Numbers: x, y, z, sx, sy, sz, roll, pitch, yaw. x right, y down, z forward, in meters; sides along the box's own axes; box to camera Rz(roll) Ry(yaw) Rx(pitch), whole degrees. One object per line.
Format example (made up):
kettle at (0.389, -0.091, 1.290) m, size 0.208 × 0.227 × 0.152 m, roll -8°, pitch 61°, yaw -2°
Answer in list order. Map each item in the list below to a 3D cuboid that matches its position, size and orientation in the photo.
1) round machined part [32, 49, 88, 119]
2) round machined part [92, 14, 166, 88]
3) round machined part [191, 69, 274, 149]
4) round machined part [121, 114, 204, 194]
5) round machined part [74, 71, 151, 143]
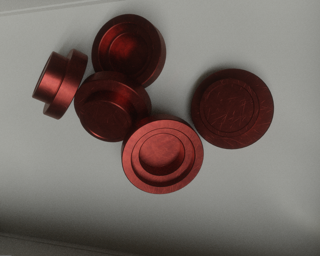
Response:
round machined part at (-0.139, -0.064, 0.419) m, size 0.042 × 0.098 × 0.098 m, roll 24°, pitch 101°, yaw -25°
round machined part at (-0.038, -0.097, 0.414) m, size 0.098 × 0.042 × 0.097 m, roll 0°, pitch 90°, yaw 19°
round machined part at (0.085, -0.023, 0.371) m, size 0.098 × 0.042 × 0.097 m, roll 0°, pitch 90°, yaw 19°
round machined part at (0.001, 0.029, 0.385) m, size 0.099 × 0.042 × 0.097 m, roll -3°, pitch 109°, yaw -9°
round machined part at (-0.063, -0.020, 0.395) m, size 0.099 × 0.042 × 0.097 m, roll 6°, pitch 131°, yaw 7°
